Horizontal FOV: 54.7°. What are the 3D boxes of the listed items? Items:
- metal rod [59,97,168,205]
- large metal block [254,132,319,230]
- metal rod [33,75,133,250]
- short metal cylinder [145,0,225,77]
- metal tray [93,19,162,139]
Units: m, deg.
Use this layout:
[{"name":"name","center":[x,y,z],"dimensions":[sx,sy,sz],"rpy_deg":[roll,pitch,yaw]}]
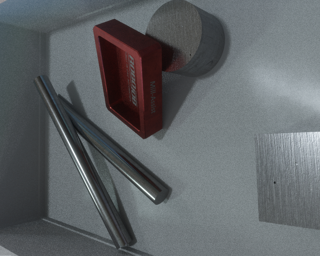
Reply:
[{"name":"metal rod","center":[-0.100,0.018,0.486],"dimensions":[0.300,0.025,0.025],"rpy_deg":[35,112,34]},{"name":"large metal block","center":[0.136,0.043,0.278],"dimensions":[0.080,0.050,0.080],"rpy_deg":[-4,88,39]},{"name":"metal rod","center":[-0.125,0.044,0.482],"dimensions":[0.025,0.025,0.299],"rpy_deg":[-40,74,32]},{"name":"short metal cylinder","center":[0.029,-0.103,0.365],"dimensions":[0.080,0.050,0.079],"rpy_deg":[0,90,39]},{"name":"metal tray","center":[-0.038,-0.059,0.390],"dimensions":[0.090,0.030,0.129],"rpy_deg":[37,145,33]}]
